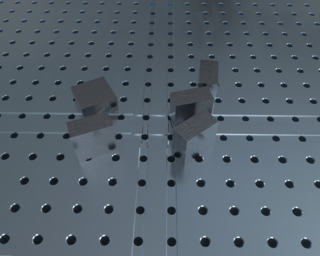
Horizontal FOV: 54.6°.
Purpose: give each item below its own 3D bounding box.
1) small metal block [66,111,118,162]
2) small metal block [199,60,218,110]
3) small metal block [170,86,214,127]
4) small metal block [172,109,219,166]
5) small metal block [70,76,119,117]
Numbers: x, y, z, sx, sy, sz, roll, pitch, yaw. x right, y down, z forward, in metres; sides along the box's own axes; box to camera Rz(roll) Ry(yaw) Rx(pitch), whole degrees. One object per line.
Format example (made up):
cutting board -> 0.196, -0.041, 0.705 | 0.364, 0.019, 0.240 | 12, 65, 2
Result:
small metal block -> -0.082, 0.011, 0.382 | 0.050, 0.050, 0.025 | -17, 52, -14
small metal block -> 0.067, -0.061, 0.443 | 0.025, 0.050, 0.050 | 5, 50, 4
small metal block -> 0.041, -0.025, 0.413 | 0.050, 0.050, 0.025 | -11, 51, -9
small metal block -> 0.042, 0.012, 0.382 | 0.050, 0.050, 0.025 | -31, 57, -23
small metal block -> -0.094, -0.042, 0.443 | 0.050, 0.025, 0.050 | -22, 54, -18
